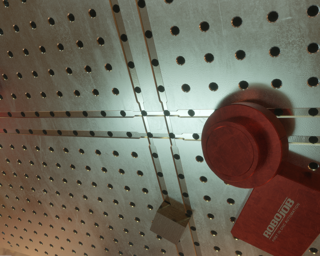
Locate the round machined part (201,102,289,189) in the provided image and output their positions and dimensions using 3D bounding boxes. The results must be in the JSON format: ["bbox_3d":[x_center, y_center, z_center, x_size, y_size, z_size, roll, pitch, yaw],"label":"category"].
[{"bbox_3d":[0.087,0.021,0.347,0.098,0.042,0.097,12,108,39],"label":"round machined part"}]

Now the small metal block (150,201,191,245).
[{"bbox_3d":[0.016,0.153,0.498,0.050,0.025,0.050,26,128,12],"label":"small metal block"}]

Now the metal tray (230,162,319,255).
[{"bbox_3d":[0.154,0.107,0.393,0.090,0.030,0.129,23,127,14],"label":"metal tray"}]
